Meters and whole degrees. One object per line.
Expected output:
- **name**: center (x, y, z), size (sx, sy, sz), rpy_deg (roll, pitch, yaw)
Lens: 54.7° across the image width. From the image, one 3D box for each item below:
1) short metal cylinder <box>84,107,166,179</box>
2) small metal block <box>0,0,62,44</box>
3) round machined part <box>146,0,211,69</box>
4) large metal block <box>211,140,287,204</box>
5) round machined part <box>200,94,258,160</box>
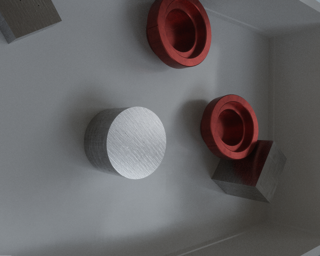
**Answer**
- **short metal cylinder**: center (-0.040, 0.016, 0.359), size (0.081, 0.050, 0.079), rpy_deg (0, 90, -40)
- **small metal block**: center (-0.132, -0.115, 0.296), size (0.050, 0.025, 0.050), rpy_deg (-39, 114, -33)
- **round machined part**: center (0.021, -0.128, 0.415), size (0.099, 0.042, 0.097), rpy_deg (0, 90, -40)
- **large metal block**: center (0.142, 0.065, 0.493), size (0.050, 0.080, 0.080), rpy_deg (45, 63, -31)
- **round machined part**: center (0.101, 0.000, 0.476), size (0.099, 0.042, 0.097), rpy_deg (5, 81, -32)
